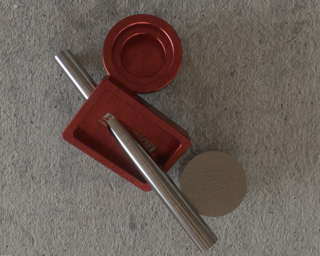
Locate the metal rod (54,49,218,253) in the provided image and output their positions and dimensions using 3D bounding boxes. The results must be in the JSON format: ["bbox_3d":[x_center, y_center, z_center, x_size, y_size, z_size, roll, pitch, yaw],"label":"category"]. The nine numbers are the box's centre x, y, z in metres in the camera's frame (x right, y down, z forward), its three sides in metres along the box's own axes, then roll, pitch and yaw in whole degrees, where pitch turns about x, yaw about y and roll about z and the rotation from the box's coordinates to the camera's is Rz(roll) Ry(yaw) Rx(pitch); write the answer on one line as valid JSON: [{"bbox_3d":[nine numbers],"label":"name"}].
[{"bbox_3d":[-0.036,0.019,0.381,0.025,0.025,0.300,-39,79,0],"label":"metal rod"}]

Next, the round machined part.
[{"bbox_3d":[-0.021,-0.092,0.401,0.099,0.042,0.097,0,90,0],"label":"round machined part"}]

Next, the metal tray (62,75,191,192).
[{"bbox_3d":[-0.039,0.009,0.381,0.130,0.030,0.090,36,104,-14],"label":"metal tray"}]

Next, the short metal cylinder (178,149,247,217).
[{"bbox_3d":[0.065,0.067,0.398,0.081,0.050,0.080,0,90,0],"label":"short metal cylinder"}]
